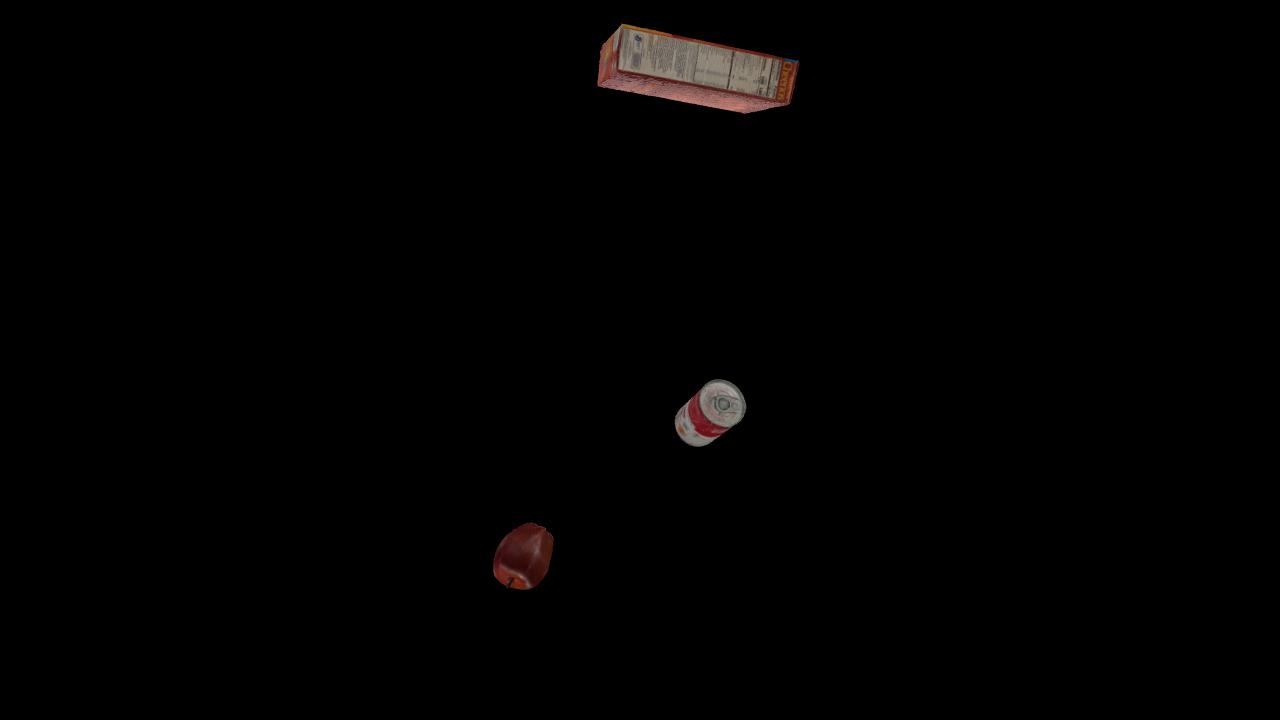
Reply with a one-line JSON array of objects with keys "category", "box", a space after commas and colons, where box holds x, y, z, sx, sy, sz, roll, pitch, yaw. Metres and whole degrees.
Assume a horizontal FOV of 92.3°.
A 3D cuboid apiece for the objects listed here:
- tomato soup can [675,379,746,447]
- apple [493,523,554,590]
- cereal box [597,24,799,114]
[{"category": "tomato soup can", "box": [0.094, 0.076, 0.854, 0.068, 0.068, 0.101, 0, -24, -19]}, {"category": "apple", "box": [-0.163, 0.274, 0.857, 0.079, 0.079, 0.093, 0, 40, 26]}, {"category": "cereal box", "box": [0.092, -0.499, 1.073, 0.306, 0.081, 0.203, 4, 17, -14]}]
